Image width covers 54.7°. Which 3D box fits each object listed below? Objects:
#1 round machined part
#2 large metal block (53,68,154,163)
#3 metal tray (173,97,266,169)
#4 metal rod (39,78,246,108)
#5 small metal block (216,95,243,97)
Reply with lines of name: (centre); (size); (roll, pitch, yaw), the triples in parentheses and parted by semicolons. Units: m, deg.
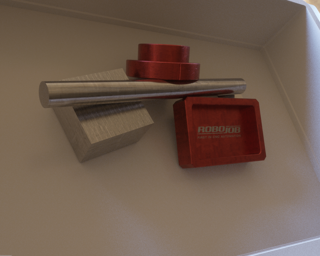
round machined part: (0.005, -0.089, 0.413); (0.099, 0.098, 0.042); (-5, 105, -31)
large metal block: (-0.068, -0.017, 0.361); (0.081, 0.050, 0.080); (-20, 72, -36)
metal tray: (0.085, 0.005, 0.427); (0.131, 0.030, 0.089); (-1, 82, -30)
metal rod: (0.008, -0.048, 0.381); (0.302, 0.025, 0.025); (-8, 66, -40)
small metal block: (0.101, -0.048, 0.489); (0.050, 0.025, 0.050); (-12, 68, -34)
